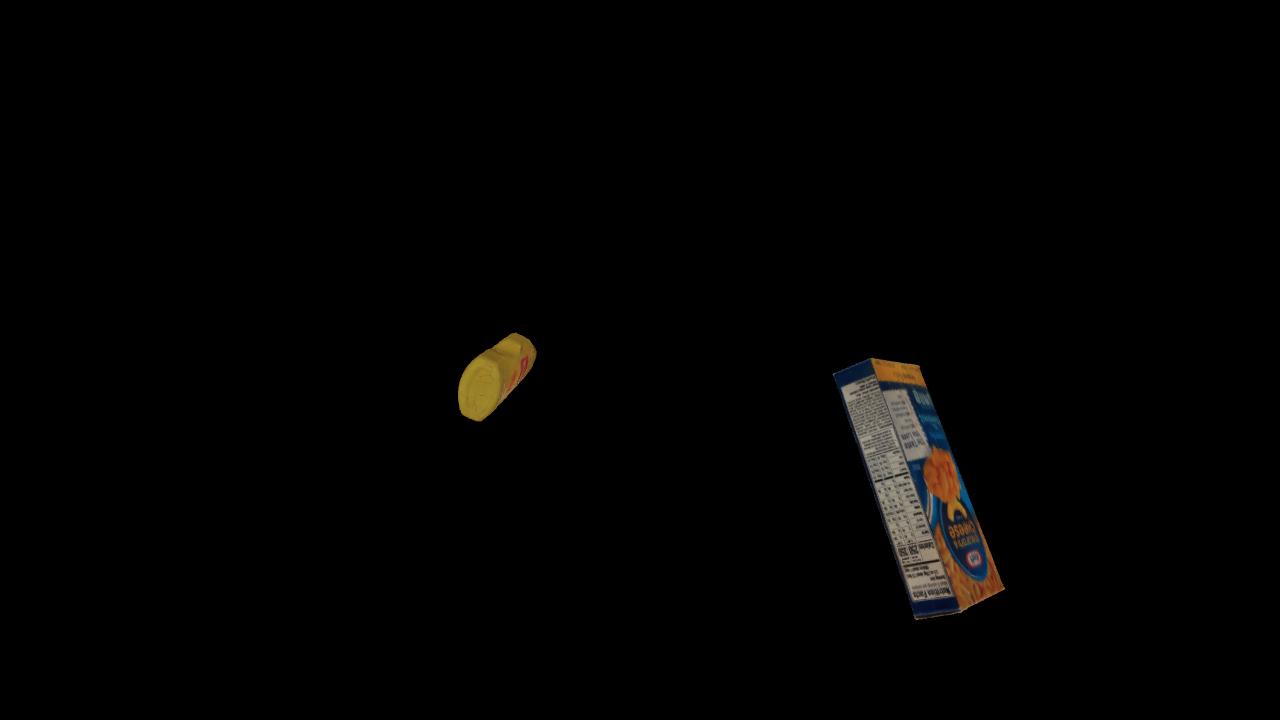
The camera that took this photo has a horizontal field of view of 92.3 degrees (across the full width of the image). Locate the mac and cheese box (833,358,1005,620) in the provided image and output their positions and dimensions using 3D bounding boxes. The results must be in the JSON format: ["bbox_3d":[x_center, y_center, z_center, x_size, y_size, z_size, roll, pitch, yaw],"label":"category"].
[{"bbox_3d":[0.213,0.091,0.473,0.093,0.184,0.041,7,-28,-44],"label":"mac and cheese box"}]

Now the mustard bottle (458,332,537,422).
[{"bbox_3d":[-0.185,0.009,0.844,0.054,0.092,0.184,18,20,4],"label":"mustard bottle"}]
